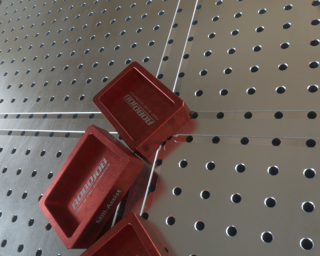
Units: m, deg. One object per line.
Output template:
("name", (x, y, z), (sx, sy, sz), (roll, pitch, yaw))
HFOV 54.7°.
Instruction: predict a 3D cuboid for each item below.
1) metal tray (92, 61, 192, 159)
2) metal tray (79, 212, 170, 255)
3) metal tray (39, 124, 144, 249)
("metal tray", (-0.030, -0.030, 0.437), (0.090, 0.030, 0.130), (-43, 51, -2))
("metal tray", (-0.051, 0.166, 0.327), (0.130, 0.030, 0.090), (-41, 51, -1))
("metal tray", (-0.089, 0.072, 0.389), (0.090, 0.030, 0.130), (35, 92, 38))
